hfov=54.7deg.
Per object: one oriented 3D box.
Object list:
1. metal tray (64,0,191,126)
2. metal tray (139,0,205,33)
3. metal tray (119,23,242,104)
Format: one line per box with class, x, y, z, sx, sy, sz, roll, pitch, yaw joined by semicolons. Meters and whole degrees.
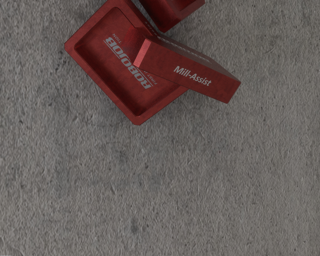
metal tray;-0.035;-0.077;0.367;0.090;0.030;0.130;-36;105;22
metal tray;-0.005;-0.191;0.381;0.130;0.030;0.090;53;43;-13
metal tray;0.023;-0.079;0.369;0.131;0.090;0.030;17;114;-29
